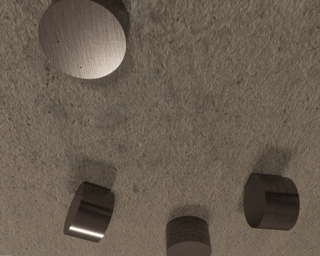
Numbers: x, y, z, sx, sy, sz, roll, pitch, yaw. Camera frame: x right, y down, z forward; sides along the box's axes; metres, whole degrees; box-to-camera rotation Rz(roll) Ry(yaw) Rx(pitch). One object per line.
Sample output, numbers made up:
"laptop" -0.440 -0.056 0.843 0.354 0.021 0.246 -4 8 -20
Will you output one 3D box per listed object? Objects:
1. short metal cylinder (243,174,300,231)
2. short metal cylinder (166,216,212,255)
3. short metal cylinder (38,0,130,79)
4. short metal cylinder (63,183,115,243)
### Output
"short metal cylinder" 0.166 0.112 0.469 0.050 0.080 0.079 6 130 -6
"short metal cylinder" 0.051 0.205 0.567 0.081 0.050 0.079 0 130 0
"short metal cylinder" -0.072 -0.096 0.308 0.081 0.050 0.079 0 130 0
"short metal cylinder" -0.110 0.131 0.481 0.050 0.080 0.080 23 126 -19
